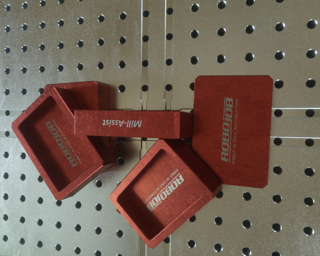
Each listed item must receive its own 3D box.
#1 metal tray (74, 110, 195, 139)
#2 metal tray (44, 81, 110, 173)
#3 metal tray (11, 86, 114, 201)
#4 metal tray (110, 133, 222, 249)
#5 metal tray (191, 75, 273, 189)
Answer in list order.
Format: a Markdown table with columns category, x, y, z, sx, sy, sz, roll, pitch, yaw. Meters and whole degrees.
| category | x | y | z | sx | sy | sz | roll | pitch | yaw |
| --- | --- | --- | --- | --- | --- | --- | --- | --- | --- |
| metal tray | -0.027 | -0.005 | 0.386 | 0.130 | 0.090 | 0.030 | 2 | 91 | 19 |
| metal tray | -0.121 | 0.000 | 0.451 | 0.090 | 0.030 | 0.129 | -1 | 90 | 20 |
| metal tray | -0.134 | 0.020 | 0.422 | 0.090 | 0.030 | 0.130 | -39 | 78 | 15 |
| metal tray | 0.002 | 0.081 | 0.388 | 0.090 | 0.030 | 0.129 | 48 | 121 | 13 |
| metal tray | 0.087 | 0.003 | 0.378 | 0.090 | 0.030 | 0.129 | 3 | 91 | 19 |
